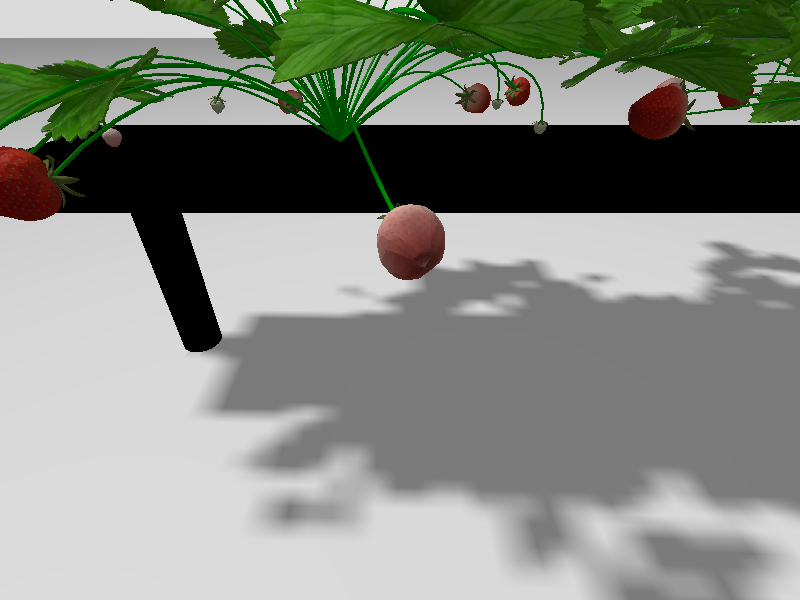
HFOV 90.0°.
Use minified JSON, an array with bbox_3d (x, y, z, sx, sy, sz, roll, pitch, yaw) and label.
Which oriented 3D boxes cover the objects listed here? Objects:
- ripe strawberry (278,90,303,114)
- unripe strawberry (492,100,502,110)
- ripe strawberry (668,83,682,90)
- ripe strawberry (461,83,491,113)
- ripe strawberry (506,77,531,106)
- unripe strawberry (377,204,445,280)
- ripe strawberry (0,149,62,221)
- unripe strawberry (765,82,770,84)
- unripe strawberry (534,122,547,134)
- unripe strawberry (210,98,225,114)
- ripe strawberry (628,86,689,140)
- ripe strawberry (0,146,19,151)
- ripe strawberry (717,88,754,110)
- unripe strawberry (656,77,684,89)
[{"bbox_3d":[-0.117,-0.212,0.428,0.026,0.023,0.026,-17,38,-23],"label":"ripe strawberry"},{"bbox_3d":[0.102,-0.205,0.420,0.010,0.010,0.009,-23,41,-29],"label":"unripe strawberry"},{"bbox_3d":[0.286,-0.216,0.430,0.025,0.028,0.027,-27,26,-33],"label":"ripe strawberry"},{"bbox_3d":[0.083,-0.214,0.426,0.033,0.028,0.033,-15,35,-42],"label":"ripe strawberry"},{"bbox_3d":[0.139,-0.241,0.465,0.029,0.030,0.026,-7,30,-45],"label":"ripe strawberry"},{"bbox_3d":[0.005,-0.020,0.149,0.027,0.028,0.029,-8,36,-12],"label":"unripe strawberry"},{"bbox_3d":[-0.183,-0.054,0.191,0.029,0.032,0.031,25,44,31],"label":"ripe strawberry"},{"bbox_3d":[0.471,-0.269,0.510,0.015,0.014,0.014,10,36,14],"label":"unripe strawberry"},{"bbox_3d":[0.114,-0.140,0.326,0.010,0.010,0.009,0,35,1],"label":"unripe strawberry"},{"bbox_3d":[-0.201,-0.213,0.440,0.014,0.015,0.015,-33,-21,-38],"label":"unripe strawberry"},{"bbox_3d":[0.215,-0.157,0.337,0.042,0.041,0.039,3,35,5],"label":"ripe strawberry"},{"bbox_3d":[-0.233,-0.078,0.237,0.024,0.021,0.024,-29,42,-17],"label":"ripe strawberry"},{"bbox_3d":[0.378,-0.233,0.454,0.030,0.032,0.033,-5,34,-7],"label":"ripe strawberry"},{"bbox_3d":[0.327,-0.255,0.486,0.031,0.028,0.028,-12,36,-17],"label":"unripe strawberry"}]
